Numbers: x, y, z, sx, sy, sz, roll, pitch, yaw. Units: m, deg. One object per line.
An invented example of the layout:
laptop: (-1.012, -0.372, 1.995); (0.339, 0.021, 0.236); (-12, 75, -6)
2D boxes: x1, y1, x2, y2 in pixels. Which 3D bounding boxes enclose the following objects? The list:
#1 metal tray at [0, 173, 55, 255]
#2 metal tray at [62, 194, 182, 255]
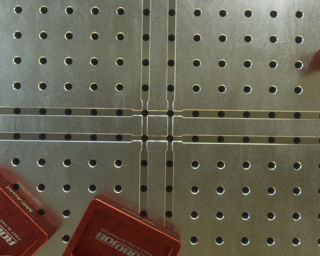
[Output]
metal tray: (-0.218, 0.125, 0.409); (0.090, 0.030, 0.130); (-45, 90, 0)
metal tray: (-0.049, 0.157, 0.410); (0.130, 0.030, 0.090); (28, 90, 0)
